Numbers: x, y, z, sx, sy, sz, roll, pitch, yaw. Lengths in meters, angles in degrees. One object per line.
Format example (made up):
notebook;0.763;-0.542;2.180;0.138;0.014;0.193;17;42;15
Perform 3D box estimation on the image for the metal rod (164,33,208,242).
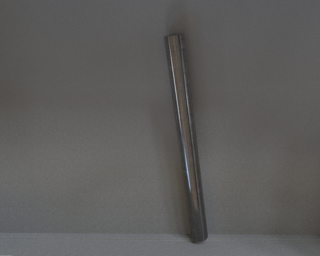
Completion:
metal rod;0.039;0.027;0.421;0.025;0.025;0.298;-8;110;2
